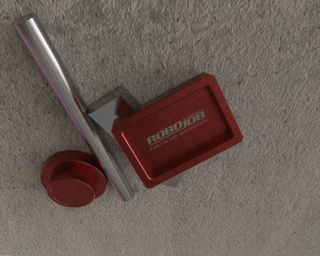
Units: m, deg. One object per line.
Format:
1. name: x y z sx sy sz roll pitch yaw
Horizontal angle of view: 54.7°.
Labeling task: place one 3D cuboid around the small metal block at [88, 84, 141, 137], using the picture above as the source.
1. small metal block: -0.052 -0.019 0.390 0.050 0.025 0.050 -28 125 21

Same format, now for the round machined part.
1. round machined part: -0.129 0.082 0.464 0.099 0.042 0.097 -1 130 0

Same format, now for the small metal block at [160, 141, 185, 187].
1. small metal block: 0.019 0.045 0.430 0.025 0.050 0.050 14 129 -12

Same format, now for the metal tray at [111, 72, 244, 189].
1. metal tray: 0.020 0.003 0.367 0.130 0.030 0.090 -28 106 3

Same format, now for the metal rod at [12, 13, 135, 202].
1. metal rod: -0.094 -0.001 0.404 0.025 0.025 0.299 -13 129 10
